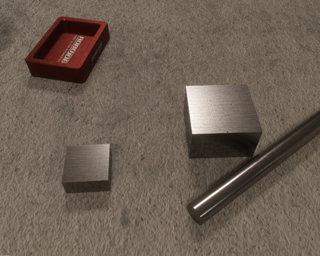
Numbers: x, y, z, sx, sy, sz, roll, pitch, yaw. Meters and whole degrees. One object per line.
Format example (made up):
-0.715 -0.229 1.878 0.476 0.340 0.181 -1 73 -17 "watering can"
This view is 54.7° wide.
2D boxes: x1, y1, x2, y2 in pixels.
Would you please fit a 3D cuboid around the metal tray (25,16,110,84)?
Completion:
-0.146 -0.132 0.508 0.090 0.030 0.130 10 51 7 "metal tray"

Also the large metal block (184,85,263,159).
0.075 -0.009 0.396 0.081 0.050 0.080 -2 50 -2 "large metal block"

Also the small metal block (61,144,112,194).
-0.084 0.047 0.363 0.050 0.025 0.050 -3 50 -3 "small metal block"

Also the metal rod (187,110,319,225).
0.157 0.023 0.385 0.302 0.025 0.025 -30 56 -23 "metal rod"
